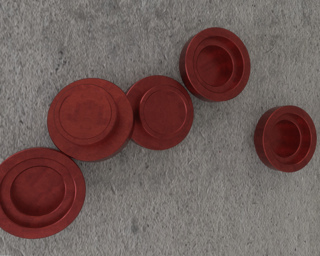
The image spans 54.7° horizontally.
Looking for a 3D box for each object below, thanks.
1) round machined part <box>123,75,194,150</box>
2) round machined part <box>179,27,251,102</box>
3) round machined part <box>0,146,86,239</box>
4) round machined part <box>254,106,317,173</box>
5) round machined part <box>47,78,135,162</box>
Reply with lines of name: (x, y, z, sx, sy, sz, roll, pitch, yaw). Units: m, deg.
round machined part: (0.000, -0.020, 0.400, 0.099, 0.042, 0.097, 0, 90, -20)
round machined part: (0.071, -0.084, 0.426, 0.099, 0.042, 0.097, 0, 90, -20)
round machined part: (-0.137, 0.069, 0.350, 0.099, 0.042, 0.097, 0, 90, -20)
round machined part: (0.182, 0.016, 0.467, 0.099, 0.042, 0.097, 0, 90, -20)
round machined part: (-0.080, -0.011, 0.352, 0.099, 0.042, 0.098, 0, 78, 1)
